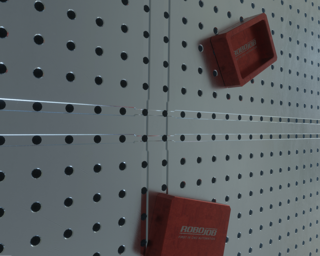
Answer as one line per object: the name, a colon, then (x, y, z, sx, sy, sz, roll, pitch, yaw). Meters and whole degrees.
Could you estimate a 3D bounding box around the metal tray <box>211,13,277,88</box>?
metal tray: (0.149, -0.135, 0.533, 0.131, 0.030, 0.090, -35, 112, -35)

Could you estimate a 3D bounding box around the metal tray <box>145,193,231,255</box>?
metal tray: (0.045, 0.148, 0.447, 0.131, 0.030, 0.090, 19, 78, -39)
